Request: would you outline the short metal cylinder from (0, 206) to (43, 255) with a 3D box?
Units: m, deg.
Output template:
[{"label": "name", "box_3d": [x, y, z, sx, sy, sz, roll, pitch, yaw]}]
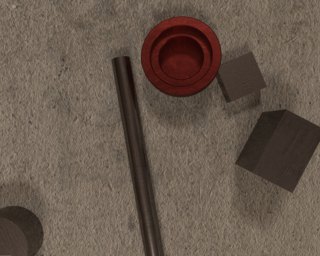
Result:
[{"label": "short metal cylinder", "box_3d": [-0.199, 0.146, 0.395, 0.081, 0.050, 0.079, 0, 90, -1]}]

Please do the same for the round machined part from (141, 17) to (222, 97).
[{"label": "round machined part", "box_3d": [0.028, -0.088, 0.398, 0.099, 0.042, 0.097, 0, 88, 5]}]

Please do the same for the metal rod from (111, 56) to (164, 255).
[{"label": "metal rod", "box_3d": [-0.026, 0.056, 0.409, 0.025, 0.025, 0.298, -10, 90, 0]}]

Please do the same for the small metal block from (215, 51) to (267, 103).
[{"label": "small metal block", "box_3d": [0.105, -0.066, 0.411, 0.050, 0.025, 0.050, -23, 90, -1]}]

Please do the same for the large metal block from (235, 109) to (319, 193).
[{"label": "large metal block", "box_3d": [0.144, 0.026, 0.384, 0.050, 0.080, 0.080, 28, 90, -1]}]
